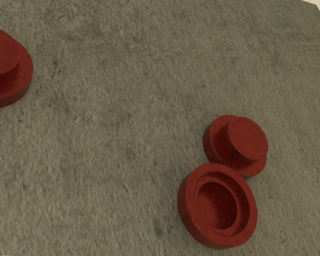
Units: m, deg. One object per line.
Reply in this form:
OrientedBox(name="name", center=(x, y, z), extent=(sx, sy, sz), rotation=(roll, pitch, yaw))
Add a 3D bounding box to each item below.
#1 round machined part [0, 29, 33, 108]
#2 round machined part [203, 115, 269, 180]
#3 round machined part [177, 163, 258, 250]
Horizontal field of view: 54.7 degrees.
OrientedBox(name="round machined part", center=(-0.190, -0.072, 0.335), extent=(0.099, 0.042, 0.098), rotation=(14, 56, -21))
OrientedBox(name="round machined part", center=(0.114, 0.023, 0.443), extent=(0.099, 0.042, 0.098), rotation=(14, 56, -21))
OrientedBox(name="round machined part", center=(0.064, 0.095, 0.371), extent=(0.099, 0.042, 0.098), rotation=(14, 56, -21))
